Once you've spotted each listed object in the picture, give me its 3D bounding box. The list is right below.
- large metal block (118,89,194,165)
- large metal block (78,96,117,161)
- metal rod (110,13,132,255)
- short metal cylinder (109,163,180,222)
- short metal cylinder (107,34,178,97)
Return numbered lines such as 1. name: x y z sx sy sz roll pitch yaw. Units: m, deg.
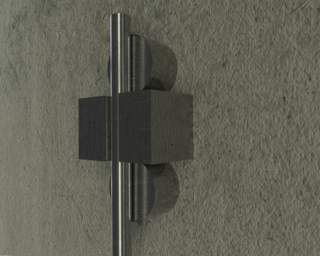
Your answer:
1. large metal block: -0.003 -0.001 0.373 0.050 0.081 0.080 -1 89 40
2. large metal block: -0.062 0.001 0.421 0.050 0.081 0.080 -1 89 40
3. metal rod: -0.048 0.012 0.380 0.025 0.025 0.298 -1 89 40
4. short metal cylinder: -0.021 0.078 0.408 0.080 0.050 0.080 0 89 40
5. short metal cylinder: -0.024 -0.078 0.409 0.080 0.050 0.080 0 89 40
